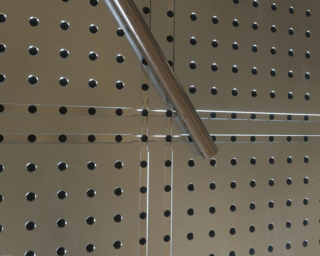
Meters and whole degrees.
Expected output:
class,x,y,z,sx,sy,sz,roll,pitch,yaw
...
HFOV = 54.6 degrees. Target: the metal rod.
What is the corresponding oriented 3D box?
class,x,y,z,sx,sy,sz,roll,pitch,yaw
metal rod,-0.004,-0.089,0.410,0.025,0.025,0.299,-34,101,-17
